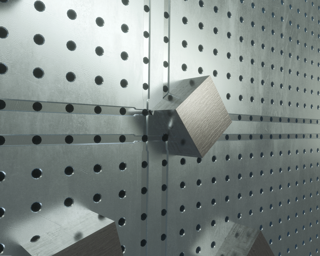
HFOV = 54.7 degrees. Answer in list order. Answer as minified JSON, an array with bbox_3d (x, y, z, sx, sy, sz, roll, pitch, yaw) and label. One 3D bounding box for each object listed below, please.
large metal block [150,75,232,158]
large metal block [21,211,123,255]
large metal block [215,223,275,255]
[{"bbox_3d":[0.046,-0.016,0.434,0.080,0.050,0.080,-45,118,-31],"label":"large metal block"},{"bbox_3d":[-0.085,0.146,0.323,0.081,0.050,0.079,-20,103,-39],"label":"large metal block"},{"bbox_3d":[0.142,0.221,0.516,0.080,0.050,0.080,-47,118,-30],"label":"large metal block"}]
